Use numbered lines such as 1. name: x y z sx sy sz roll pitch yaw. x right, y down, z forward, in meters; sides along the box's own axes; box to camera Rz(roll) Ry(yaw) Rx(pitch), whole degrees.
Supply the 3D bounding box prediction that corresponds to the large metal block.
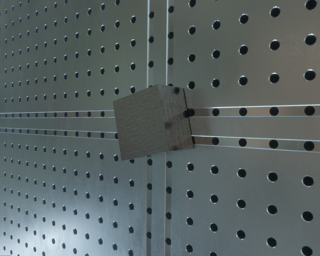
1. large metal block: -0.010 -0.005 0.401 0.080 0.050 0.080 -15 81 39
